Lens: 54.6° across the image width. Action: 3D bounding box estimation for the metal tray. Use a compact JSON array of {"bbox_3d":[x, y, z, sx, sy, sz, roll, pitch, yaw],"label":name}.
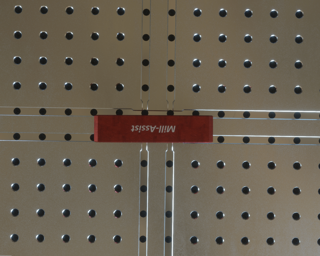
[{"bbox_3d":[-0.007,0.001,0.380,0.131,0.090,0.030,0,90,0],"label":"metal tray"}]
